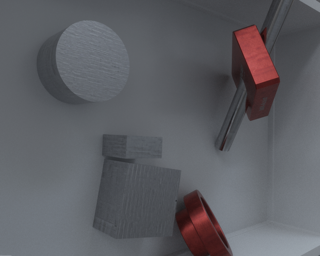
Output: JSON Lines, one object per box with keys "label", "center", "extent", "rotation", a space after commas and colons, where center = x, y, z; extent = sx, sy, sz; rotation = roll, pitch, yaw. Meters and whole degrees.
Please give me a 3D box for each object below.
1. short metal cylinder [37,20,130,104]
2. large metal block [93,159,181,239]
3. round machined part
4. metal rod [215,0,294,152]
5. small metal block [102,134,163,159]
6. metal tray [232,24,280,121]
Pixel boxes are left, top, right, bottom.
{"label": "short metal cylinder", "center": [-0.080, -0.066, 0.325], "extent": [0.081, 0.050, 0.079], "rotation": [0, 90, -40]}
{"label": "large metal block", "center": [-0.026, 0.084, 0.371], "extent": [0.081, 0.050, 0.080], "rotation": [14, 81, -39]}
{"label": "round machined part", "center": [0.056, 0.137, 0.421], "extent": [0.042, 0.098, 0.098], "rotation": [-30, 115, 6]}
{"label": "metal rod", "center": [0.138, -0.097, 0.431], "extent": [0.025, 0.025, 0.298], "rotation": [-7, 125, -40]}
{"label": "small metal block", "center": [-0.033, 0.021, 0.365], "extent": [0.050, 0.050, 0.025], "rotation": [4, 88, -40]}
{"label": "metal tray", "center": [0.133, -0.074, 0.448], "extent": [0.130, 0.030, 0.090], "rotation": [56, 18, -69]}
